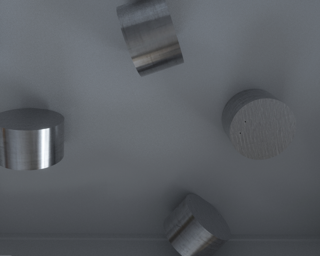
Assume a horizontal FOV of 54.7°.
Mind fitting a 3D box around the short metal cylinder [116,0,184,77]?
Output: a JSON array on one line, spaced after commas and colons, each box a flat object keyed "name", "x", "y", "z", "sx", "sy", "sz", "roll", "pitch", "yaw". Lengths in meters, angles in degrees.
[{"name": "short metal cylinder", "x": -0.009, "y": -0.103, "z": 0.344, "sx": 0.050, "sy": 0.080, "sz": 0.080, "roll": -18, "pitch": 109, "yaw": 6}]

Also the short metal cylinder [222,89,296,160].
[{"name": "short metal cylinder", "x": 0.124, "y": -0.006, "z": 0.398, "sx": 0.081, "sy": 0.050, "sz": 0.079, "roll": 0, "pitch": 110, "yaw": -1}]

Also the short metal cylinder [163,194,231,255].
[{"name": "short metal cylinder", "x": 0.052, "y": 0.140, "z": 0.435, "sx": 0.080, "sy": 0.080, "sz": 0.050, "roll": 36, "pitch": 106, "yaw": -13}]

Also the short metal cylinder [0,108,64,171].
[{"name": "short metal cylinder", "x": -0.161, "y": 0.011, "z": 0.384, "sx": 0.081, "sy": 0.080, "sz": 0.050, "roll": 6, "pitch": 110, "yaw": -3}]
